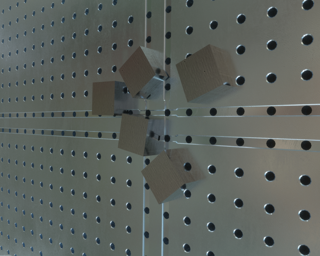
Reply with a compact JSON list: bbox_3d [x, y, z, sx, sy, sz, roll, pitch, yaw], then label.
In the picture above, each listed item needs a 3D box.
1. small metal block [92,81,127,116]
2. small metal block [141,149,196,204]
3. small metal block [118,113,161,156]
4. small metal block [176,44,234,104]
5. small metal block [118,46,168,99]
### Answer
[{"bbox_3d":[-0.077,-0.044,0.470,0.050,0.025,0.050,3,92,39],"label":"small metal block"},{"bbox_3d":[0.010,0.062,0.399,0.050,0.025,0.050,-45,63,30],"label":"small metal block"},{"bbox_3d":[-0.029,0.008,0.432,0.050,0.025,0.050,14,99,38],"label":"small metal block"},{"bbox_3d":[0.052,-0.062,0.365,0.050,0.025,0.050,-25,74,37],"label":"small metal block"},{"bbox_3d":[-0.024,-0.075,0.427,0.050,0.025,0.050,-41,66,32],"label":"small metal block"}]
